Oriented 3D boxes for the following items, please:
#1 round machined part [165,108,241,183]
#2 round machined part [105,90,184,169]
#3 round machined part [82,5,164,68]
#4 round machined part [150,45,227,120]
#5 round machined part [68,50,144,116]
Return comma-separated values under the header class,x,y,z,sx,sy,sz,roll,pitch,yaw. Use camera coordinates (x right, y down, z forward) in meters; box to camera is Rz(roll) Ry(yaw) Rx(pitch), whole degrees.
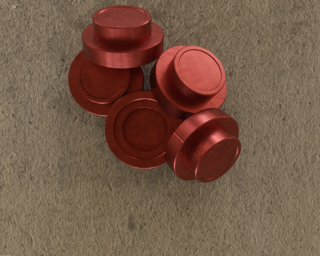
class,x,y,z,sx,sy,sz,roll,pitch,yaw
round machined part,0.059,0.028,0.376,0.098,0.098,0.042,-43,50,0
round machined part,-0.019,0.002,0.402,0.099,0.042,0.097,0,90,-1
round machined part,-0.044,-0.115,0.373,0.099,0.098,0.042,1,132,-1
round machined part,0.040,-0.061,0.381,0.099,0.042,0.098,9,65,-19
round machined part,-0.070,-0.064,0.403,0.099,0.042,0.097,0,90,-1
